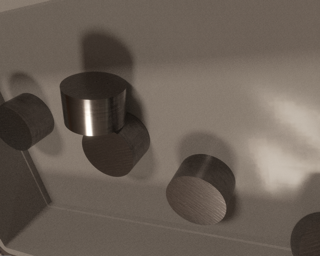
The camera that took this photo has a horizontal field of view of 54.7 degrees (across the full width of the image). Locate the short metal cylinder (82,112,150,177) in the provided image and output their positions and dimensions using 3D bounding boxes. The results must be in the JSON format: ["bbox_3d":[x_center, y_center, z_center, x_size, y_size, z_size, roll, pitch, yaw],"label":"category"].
[{"bbox_3d":[-0.061,0.022,0.436,0.080,0.050,0.079,13,124,20],"label":"short metal cylinder"}]

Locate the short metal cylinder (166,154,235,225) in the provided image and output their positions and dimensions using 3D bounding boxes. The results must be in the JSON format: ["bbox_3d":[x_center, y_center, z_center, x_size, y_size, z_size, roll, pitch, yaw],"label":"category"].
[{"bbox_3d":[0.055,0.082,0.413,0.080,0.050,0.079,13,124,20],"label":"short metal cylinder"}]

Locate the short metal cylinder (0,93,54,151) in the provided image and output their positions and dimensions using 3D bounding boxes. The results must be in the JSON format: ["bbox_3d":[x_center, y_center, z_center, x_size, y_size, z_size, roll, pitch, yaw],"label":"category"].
[{"bbox_3d":[-0.220,-0.010,0.500,0.080,0.050,0.079,13,124,20],"label":"short metal cylinder"}]

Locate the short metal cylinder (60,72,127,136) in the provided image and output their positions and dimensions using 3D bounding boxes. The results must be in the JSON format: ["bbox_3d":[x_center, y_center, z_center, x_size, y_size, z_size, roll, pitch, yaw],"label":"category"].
[{"bbox_3d":[-0.083,-0.033,0.395,0.080,0.080,0.050,17,125,18],"label":"short metal cylinder"}]

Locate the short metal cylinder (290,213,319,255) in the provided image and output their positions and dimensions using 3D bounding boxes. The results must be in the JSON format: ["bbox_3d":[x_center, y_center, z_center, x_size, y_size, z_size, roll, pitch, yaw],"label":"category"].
[{"bbox_3d":[0.195,0.139,0.350,0.080,0.050,0.080,-2,82,12],"label":"short metal cylinder"}]
